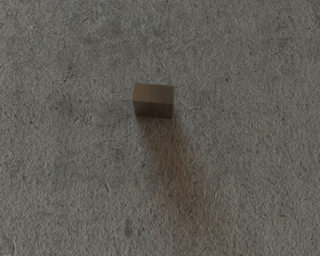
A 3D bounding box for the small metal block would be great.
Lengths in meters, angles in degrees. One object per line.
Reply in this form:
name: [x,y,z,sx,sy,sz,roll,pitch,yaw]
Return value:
small metal block: [-0.008,-0.035,0.408,0.050,0.050,0.025,5,70,1]
